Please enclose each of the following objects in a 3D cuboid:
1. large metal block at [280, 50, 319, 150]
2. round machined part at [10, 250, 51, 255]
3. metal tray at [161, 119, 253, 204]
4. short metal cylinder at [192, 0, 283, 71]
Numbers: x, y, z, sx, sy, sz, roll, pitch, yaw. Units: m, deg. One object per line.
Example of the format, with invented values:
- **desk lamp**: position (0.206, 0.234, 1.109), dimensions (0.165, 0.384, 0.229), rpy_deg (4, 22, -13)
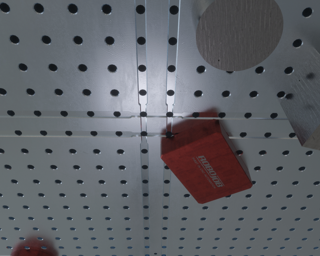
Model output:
- **large metal block**: position (0.192, -0.029, 0.352), dimensions (0.050, 0.080, 0.079), rpy_deg (12, 129, -10)
- **round machined part**: position (-0.274, 0.301, 0.654), dimensions (0.099, 0.042, 0.097), rpy_deg (0, 130, 0)
- **metal tray**: position (0.070, 0.054, 0.455), dimensions (0.090, 0.030, 0.130), rpy_deg (-24, 127, 19)
- **short metal cylinder**: position (0.074, -0.104, 0.307), dimensions (0.081, 0.050, 0.079), rpy_deg (0, 130, 0)
